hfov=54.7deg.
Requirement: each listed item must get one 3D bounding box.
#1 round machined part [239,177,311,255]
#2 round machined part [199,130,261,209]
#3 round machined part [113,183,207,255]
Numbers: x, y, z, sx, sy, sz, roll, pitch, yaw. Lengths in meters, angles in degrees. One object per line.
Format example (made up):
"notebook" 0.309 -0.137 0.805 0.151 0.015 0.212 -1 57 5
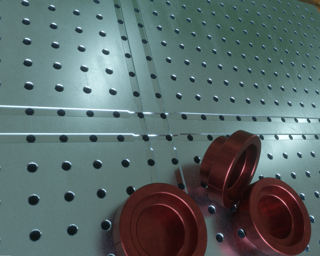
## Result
"round machined part" 0.144 0.118 0.405 0.099 0.042 0.098 13 56 -21
"round machined part" 0.086 0.048 0.393 0.042 0.097 0.099 23 41 34
"round machined part" -0.003 0.112 0.329 0.099 0.042 0.098 14 56 -21
